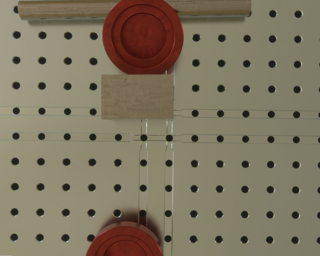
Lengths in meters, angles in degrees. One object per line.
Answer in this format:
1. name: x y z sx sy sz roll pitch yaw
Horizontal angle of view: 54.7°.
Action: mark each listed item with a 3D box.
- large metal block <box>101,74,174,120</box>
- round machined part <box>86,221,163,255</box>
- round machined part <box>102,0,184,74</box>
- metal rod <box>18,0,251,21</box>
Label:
1. large metal block: -0.025 -0.035 0.386 0.081 0.080 0.050 0 90 0
2. round machined part: -0.044 0.170 0.405 0.099 0.042 0.097 0 90 0
3. round machined part: -0.021 -0.117 0.393 0.099 0.042 0.097 0 113 -1
4. metal rod: -0.032 -0.159 0.412 0.302 0.025 0.025 -1 90 0
